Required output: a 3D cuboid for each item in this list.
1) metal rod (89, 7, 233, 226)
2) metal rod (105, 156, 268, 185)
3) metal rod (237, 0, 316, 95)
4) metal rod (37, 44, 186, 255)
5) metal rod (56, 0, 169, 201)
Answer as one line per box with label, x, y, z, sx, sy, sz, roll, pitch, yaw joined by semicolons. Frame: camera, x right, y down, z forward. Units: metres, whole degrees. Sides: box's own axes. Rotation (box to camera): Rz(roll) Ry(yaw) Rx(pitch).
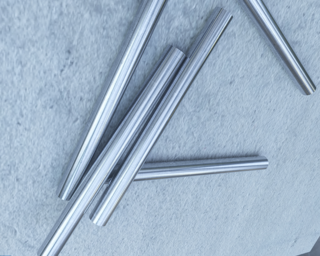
metal rod;-0.002;-0.009;0.381;0.025;0.025;0.299;27;97;-38
metal rod;0.049;0.062;0.473;0.303;0.025;0.025;0;119;-29
metal rod;0.144;-0.130;0.407;0.301;0.025;0.025;35;99;-39
metal rod;-0.061;0.034;0.375;0.025;0.025;0.299;29;96;-38
metal rod;-0.053;-0.042;0.352;0.025;0.025;0.298;16;110;-35
